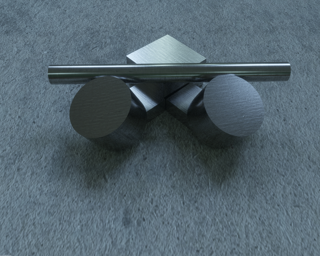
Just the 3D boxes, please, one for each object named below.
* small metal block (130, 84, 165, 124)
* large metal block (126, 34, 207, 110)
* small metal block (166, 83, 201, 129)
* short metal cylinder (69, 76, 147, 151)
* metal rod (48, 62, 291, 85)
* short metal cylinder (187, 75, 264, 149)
[{"bbox_3d":[-0.028,-0.032,0.431,0.050,0.025,0.050,-35,59,-27],"label":"small metal block"},{"bbox_3d":[0.009,-0.084,0.457,0.080,0.050,0.080,-35,58,-26],"label":"large metal block"},{"bbox_3d":[0.044,-0.031,0.430,0.050,0.025,0.050,-36,59,-26],"label":"small metal block"},{"bbox_3d":[-0.063,-0.017,0.383,0.080,0.050,0.080,-7,66,17],"label":"short metal cylinder"},{"bbox_3d":[0.013,-0.070,0.397,0.302,0.025,0.025,-1,50,-1],"label":"metal rod"},{"bbox_3d":[0.081,-0.019,0.387,0.081,0.050,0.080,7,68,-16],"label":"short metal cylinder"}]
